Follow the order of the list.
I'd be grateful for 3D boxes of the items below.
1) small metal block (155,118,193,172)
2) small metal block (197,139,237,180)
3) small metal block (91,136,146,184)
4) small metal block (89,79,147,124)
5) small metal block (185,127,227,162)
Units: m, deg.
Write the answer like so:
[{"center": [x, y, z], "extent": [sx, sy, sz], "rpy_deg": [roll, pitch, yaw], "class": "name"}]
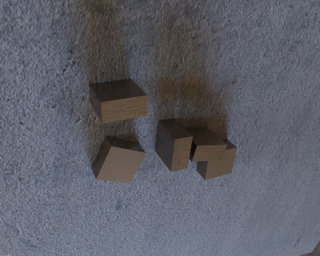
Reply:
[{"center": [0.017, 0.022, 0.413], "extent": [0.025, 0.050, 0.050], "rpy_deg": [-9, 122, -24], "class": "small metal block"}, {"center": [0.089, 0.049, 0.486], "extent": [0.050, 0.025, 0.050], "rpy_deg": [-10, 123, -23], "class": "small metal block"}, {"center": [-0.054, 0.042, 0.403], "extent": [0.050, 0.025, 0.050], "rpy_deg": [15, 111, -34], "class": "small metal block"}, {"center": [-0.047, -0.032, 0.345], "extent": [0.050, 0.050, 0.025], "rpy_deg": [-12, 123, -22], "class": "small metal block"}, {"center": [0.057, 0.022, 0.435], "extent": [0.050, 0.050, 0.025], "rpy_deg": [0, 119, -29], "class": "small metal block"}]
